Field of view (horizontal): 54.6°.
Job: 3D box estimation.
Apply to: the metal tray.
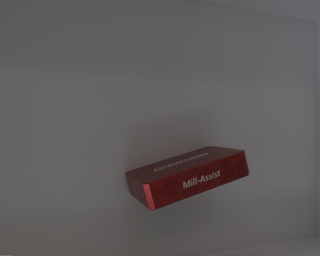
[{"bbox_3d":[0.031,0.057,0.387,0.131,0.090,0.030,-15,95,-19],"label":"metal tray"}]
